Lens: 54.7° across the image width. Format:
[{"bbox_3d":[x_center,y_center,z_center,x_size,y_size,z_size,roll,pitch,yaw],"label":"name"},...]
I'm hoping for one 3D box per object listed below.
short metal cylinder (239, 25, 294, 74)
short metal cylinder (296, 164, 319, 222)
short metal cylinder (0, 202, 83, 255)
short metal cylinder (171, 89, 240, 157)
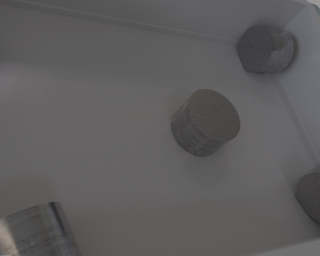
[{"bbox_3d":[0.190,-0.140,0.558,0.050,0.080,0.080,0,62,-28],"label":"short metal cylinder"},{"bbox_3d":[0.248,0.092,0.447,0.050,0.080,0.080,-21,73,-36],"label":"short metal cylinder"},{"bbox_3d":[-0.110,0.101,0.249,0.081,0.080,0.050,-18,71,-35],"label":"short metal cylinder"},{"bbox_3d":[0.062,-0.007,0.427,0.081,0.050,0.080,14,56,-21],"label":"short metal cylinder"}]
